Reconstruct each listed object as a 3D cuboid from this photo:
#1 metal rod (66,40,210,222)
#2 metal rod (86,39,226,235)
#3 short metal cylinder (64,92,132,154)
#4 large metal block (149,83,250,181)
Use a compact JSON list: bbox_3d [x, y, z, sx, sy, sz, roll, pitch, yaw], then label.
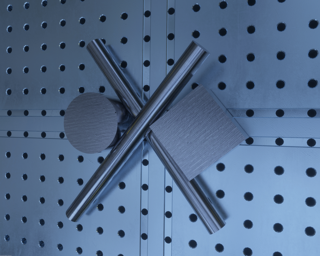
[{"bbox_3d":[-0.040,0.018,0.400,0.025,0.025,0.299,44,112,14],"label":"metal rod"},{"bbox_3d":[-0.011,0.003,0.412,0.025,0.025,0.299,-37,78,16],"label":"metal rod"},{"bbox_3d":[-0.082,-0.007,0.424,0.080,0.050,0.079,0,90,20],"label":"short metal cylinder"},{"bbox_3d":[0.049,0.005,0.377,0.080,0.050,0.080,-40,78,15],"label":"large metal block"}]
